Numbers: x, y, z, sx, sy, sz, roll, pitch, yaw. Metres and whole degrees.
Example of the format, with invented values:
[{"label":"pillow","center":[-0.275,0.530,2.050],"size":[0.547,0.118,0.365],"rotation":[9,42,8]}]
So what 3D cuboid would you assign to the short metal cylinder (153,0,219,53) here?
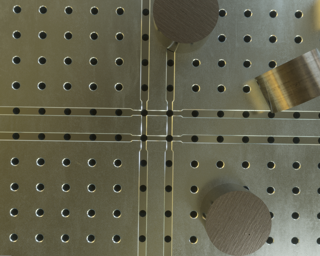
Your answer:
[{"label":"short metal cylinder","center":[0.032,-0.143,0.401],"size":[0.081,0.050,0.079],"rotation":[0,90,0]}]

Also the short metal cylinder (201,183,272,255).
[{"label":"short metal cylinder","center":[0.096,0.116,0.402],"size":[0.081,0.050,0.079],"rotation":[0,90,0]}]

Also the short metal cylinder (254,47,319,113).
[{"label":"short metal cylinder","center":[0.167,-0.058,0.387],"size":[0.080,0.080,0.050],"rotation":[-26,90,0]}]
